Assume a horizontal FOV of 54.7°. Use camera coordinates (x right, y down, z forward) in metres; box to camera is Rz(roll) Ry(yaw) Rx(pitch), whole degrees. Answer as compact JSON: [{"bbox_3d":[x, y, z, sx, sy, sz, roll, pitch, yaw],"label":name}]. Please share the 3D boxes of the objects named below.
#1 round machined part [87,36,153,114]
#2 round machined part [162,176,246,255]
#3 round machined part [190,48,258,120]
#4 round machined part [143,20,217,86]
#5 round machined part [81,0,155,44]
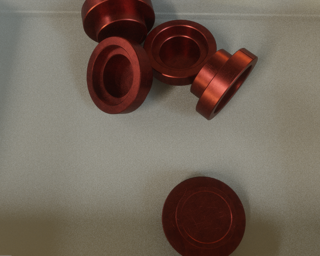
[{"bbox_3d":[-0.048,-0.067,0.407,0.098,0.042,0.097,3,95,37],"label":"round machined part"},{"bbox_3d":[0.051,0.105,0.362,0.099,0.042,0.098,0,70,0],"label":"round machined part"},{"bbox_3d":[0.076,-0.061,0.393,0.042,0.098,0.098,39,75,13],"label":"round machined part"},{"bbox_3d":[0.028,-0.100,0.434,0.099,0.042,0.098,-1,65,3],"label":"round machined part"},{"bbox_3d":[-0.054,-0.141,0.422,0.099,0.098,0.042,-11,71,-4],"label":"round machined part"}]
